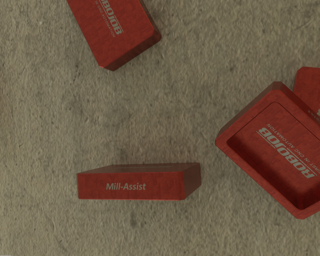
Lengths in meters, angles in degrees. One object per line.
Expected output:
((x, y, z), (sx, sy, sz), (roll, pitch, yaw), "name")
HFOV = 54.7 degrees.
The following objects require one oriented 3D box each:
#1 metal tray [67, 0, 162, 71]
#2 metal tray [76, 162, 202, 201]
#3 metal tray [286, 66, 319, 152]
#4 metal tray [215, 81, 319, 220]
((-0.067, -0.157, 0.429), (0.090, 0.030, 0.130), (-30, 81, 17), "metal tray")
((-0.023, 0.064, 0.381), (0.130, 0.090, 0.030), (-4, 89, 19), "metal tray")
((0.210, -0.013, 0.333), (0.130, 0.030, 0.089), (10, 93, 19), "metal tray")
((0.136, 0.026, 0.326), (0.130, 0.030, 0.090), (42, 123, -1), "metal tray")
